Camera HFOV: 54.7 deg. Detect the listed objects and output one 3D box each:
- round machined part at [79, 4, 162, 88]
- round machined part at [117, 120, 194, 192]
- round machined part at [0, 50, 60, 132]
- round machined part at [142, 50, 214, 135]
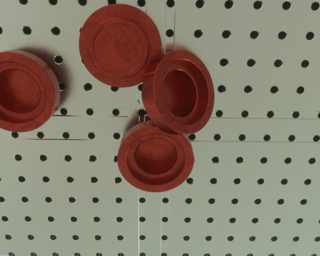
[{"bbox_3d":[-0.047,-0.096,0.368,0.099,0.042,0.097,0,110,-1],"label":"round machined part"},{"bbox_3d":[-0.006,0.034,0.415,0.099,0.042,0.097,0,113,-1],"label":"round machined part"},{"bbox_3d":[-0.173,-0.047,0.384,0.099,0.042,0.097,0,110,-1],"label":"round machined part"},{"bbox_3d":[0.017,-0.040,0.371,0.099,0.042,0.097,3,86,-40],"label":"round machined part"}]
